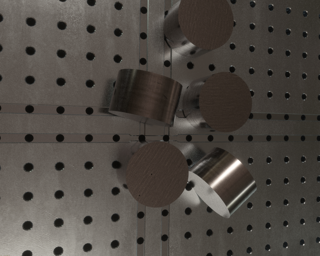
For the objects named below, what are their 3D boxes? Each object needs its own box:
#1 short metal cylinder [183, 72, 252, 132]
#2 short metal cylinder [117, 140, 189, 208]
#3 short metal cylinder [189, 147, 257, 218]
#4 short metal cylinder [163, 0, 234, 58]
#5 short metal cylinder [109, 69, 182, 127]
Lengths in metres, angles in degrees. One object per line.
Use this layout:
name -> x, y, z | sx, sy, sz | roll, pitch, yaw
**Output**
short metal cylinder -> 0.079, -0.034, 0.430 | 0.081, 0.050, 0.079 | 0, 90, -20
short metal cylinder -> -0.011, 0.056, 0.397 | 0.081, 0.050, 0.079 | 0, 90, -21
short metal cylinder -> 0.080, 0.073, 0.415 | 0.050, 0.080, 0.080 | -39, 103, -16
short metal cylinder -> 0.051, -0.140, 0.419 | 0.081, 0.050, 0.079 | 0, 90, -21
short metal cylinder -> -0.017, -0.035, 0.378 | 0.081, 0.080, 0.050 | 15, 85, -20
